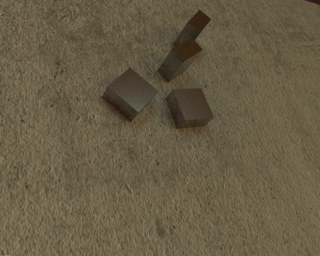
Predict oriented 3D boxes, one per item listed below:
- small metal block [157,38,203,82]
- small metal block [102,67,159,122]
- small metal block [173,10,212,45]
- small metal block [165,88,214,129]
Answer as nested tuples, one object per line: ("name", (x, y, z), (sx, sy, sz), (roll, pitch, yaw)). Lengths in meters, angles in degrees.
("small metal block", (0.030, -0.102, 0.466), (0.025, 0.050, 0.050), (47, 51, 5))
("small metal block", (-0.039, -0.045, 0.410), (0.050, 0.025, 0.050), (40, 51, -1))
("small metal block", (0.053, -0.160, 0.514), (0.025, 0.050, 0.050), (38, 51, -3))
("small metal block", (0.042, -0.029, 0.444), (0.050, 0.025, 0.050), (-6, 65, -31))
